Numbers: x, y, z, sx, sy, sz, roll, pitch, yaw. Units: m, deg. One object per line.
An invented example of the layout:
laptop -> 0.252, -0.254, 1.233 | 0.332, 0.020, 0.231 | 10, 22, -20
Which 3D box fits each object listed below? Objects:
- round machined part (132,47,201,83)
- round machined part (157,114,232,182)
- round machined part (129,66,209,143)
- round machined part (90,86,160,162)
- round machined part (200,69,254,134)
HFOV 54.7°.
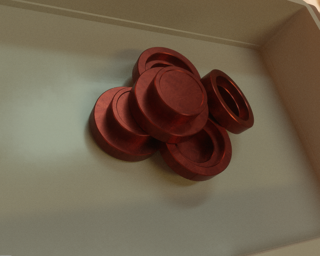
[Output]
round machined part -> 0.007, -0.063, 0.436 | 0.099, 0.042, 0.098 | 14, 56, -21
round machined part -> 0.040, 0.023, 0.402 | 0.099, 0.042, 0.098 | 14, 56, -21
round machined part -> 0.017, -0.034, 0.368 | 0.099, 0.042, 0.098 | 14, 56, -21
round machined part -> -0.033, -0.012, 0.381 | 0.099, 0.042, 0.098 | 14, 56, -21
round machined part -> 0.089, -0.033, 0.449 | 0.098, 0.042, 0.098 | 32, 39, -31
